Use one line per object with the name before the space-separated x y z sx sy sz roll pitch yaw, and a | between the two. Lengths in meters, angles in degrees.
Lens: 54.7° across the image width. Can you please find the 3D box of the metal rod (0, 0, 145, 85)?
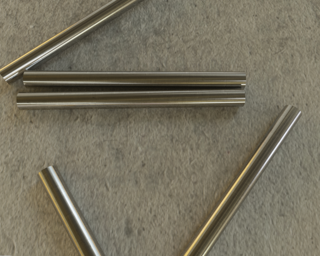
metal rod | -0.100 -0.159 0.464 0.301 0.025 0.025 -37 75 -13

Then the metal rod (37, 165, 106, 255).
metal rod | -0.059 0.172 0.344 0.025 0.025 0.299 -31 73 -11

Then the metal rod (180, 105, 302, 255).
metal rod | 0.087 0.088 0.376 0.025 0.025 0.300 36 74 12

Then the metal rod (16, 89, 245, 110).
metal rod | -0.038 -0.039 0.421 0.302 0.025 0.025 -1 70 -1

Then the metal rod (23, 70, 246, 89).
metal rod | -0.034 -0.067 0.432 0.302 0.025 0.025 0 70 -1
